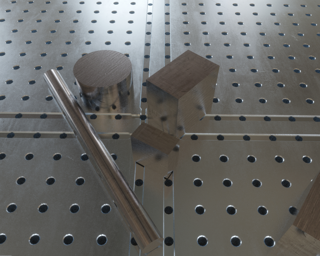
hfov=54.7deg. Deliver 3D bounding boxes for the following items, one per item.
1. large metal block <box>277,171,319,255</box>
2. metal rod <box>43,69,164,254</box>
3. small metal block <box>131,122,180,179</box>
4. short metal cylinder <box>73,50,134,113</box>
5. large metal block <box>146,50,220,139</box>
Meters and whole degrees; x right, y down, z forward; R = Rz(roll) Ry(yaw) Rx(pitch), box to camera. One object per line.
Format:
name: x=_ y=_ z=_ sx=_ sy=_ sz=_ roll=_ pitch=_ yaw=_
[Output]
large metal block: x=0.179 y=0.100 z=0.310 sx=0.080 sy=0.050 sz=0.080 roll=31 pitch=56 yaw=23
metal rod: x=-0.086 y=0.019 z=0.390 sx=0.025 sy=0.025 sz=0.300 roll=-25 pitch=55 yaw=-20
small metal block: x=-0.006 y=0.027 z=0.369 sx=0.050 sy=0.050 sz=0.025 roll=26 pitch=55 yaw=20
short metal cylinder: x=-0.079 y=-0.068 z=0.447 sx=0.081 sy=0.050 sz=0.080 roll=0 pitch=50 yaw=0
large metal block: x=0.029 y=-0.042 z=0.408 sx=0.050 sy=0.080 sz=0.080 roll=35 pitch=58 yaw=25
